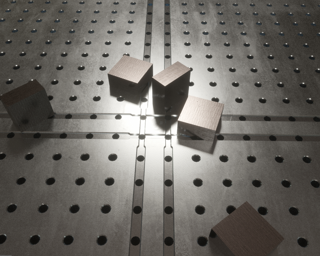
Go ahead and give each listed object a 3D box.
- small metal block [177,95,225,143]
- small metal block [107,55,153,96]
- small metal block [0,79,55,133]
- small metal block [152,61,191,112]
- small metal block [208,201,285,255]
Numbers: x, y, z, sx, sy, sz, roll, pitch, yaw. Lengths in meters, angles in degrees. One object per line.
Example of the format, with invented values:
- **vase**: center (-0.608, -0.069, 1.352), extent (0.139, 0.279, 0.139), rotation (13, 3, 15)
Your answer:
- **small metal block**: center (0.055, -0.013, 0.420), extent (0.050, 0.025, 0.050), rotation (16, 52, 12)
- **small metal block**: center (-0.044, -0.082, 0.476), extent (0.050, 0.025, 0.050), rotation (20, 53, 16)
- **small metal block**: center (-0.176, -0.029, 0.414), extent (0.050, 0.050, 0.025), rotation (-34, 58, -26)
- **small metal block**: center (0.016, -0.059, 0.441), extent (0.050, 0.050, 0.025), rotation (-36, 59, -27)
- **small metal block**: center (0.087, 0.112, 0.315), extent (0.050, 0.025, 0.050), rotation (-30, 56, -23)
